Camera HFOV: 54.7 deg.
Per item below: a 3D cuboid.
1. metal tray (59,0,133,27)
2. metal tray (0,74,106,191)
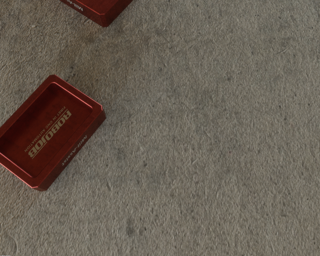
[{"bbox_3d":[-0.110,-0.226,0.487,0.130,0.030,0.090,34,73,11],"label":"metal tray"},{"bbox_3d":[-0.145,0.004,0.402,0.090,0.030,0.130,34,73,11],"label":"metal tray"}]
